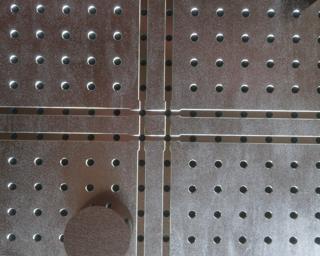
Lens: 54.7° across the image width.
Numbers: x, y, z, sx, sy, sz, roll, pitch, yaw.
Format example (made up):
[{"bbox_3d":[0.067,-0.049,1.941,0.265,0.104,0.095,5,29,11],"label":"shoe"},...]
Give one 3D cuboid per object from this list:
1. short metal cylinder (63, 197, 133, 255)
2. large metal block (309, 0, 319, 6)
[{"bbox_3d":[-0.077,0.134,0.400,0.081,0.050,0.079,0,90,-1],"label":"short metal cylinder"},{"bbox_3d":[0.236,-0.208,0.389,0.080,0.080,0.050,-23,90,0],"label":"large metal block"}]
